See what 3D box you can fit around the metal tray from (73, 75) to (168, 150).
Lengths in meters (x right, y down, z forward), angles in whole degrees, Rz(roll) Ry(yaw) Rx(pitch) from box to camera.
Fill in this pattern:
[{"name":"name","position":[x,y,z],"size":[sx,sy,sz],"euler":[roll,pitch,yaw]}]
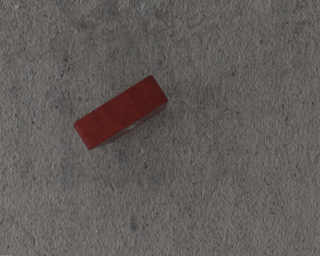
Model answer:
[{"name":"metal tray","position":[-0.038,-0.015,0.357],"size":[0.090,0.130,0.030],"euler":[-32,90,0]}]
